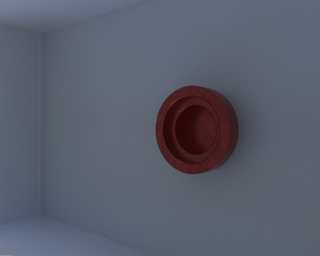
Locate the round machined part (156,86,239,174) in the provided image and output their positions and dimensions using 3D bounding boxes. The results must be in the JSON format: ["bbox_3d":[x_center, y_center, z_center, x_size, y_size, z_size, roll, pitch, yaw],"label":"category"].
[{"bbox_3d":[0.045,0.002,0.357,0.098,0.042,0.097,0,90,39],"label":"round machined part"}]
